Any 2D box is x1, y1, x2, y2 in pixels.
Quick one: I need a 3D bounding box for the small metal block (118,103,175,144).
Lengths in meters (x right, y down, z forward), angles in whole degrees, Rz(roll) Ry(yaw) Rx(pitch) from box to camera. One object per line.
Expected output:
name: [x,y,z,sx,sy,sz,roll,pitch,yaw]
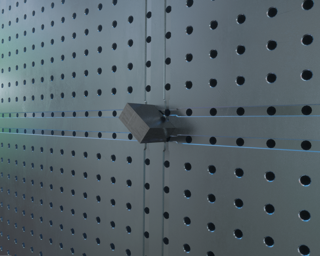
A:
small metal block: [-0.017,-0.007,0.405,0.050,0.050,0.025,47,118,29]
